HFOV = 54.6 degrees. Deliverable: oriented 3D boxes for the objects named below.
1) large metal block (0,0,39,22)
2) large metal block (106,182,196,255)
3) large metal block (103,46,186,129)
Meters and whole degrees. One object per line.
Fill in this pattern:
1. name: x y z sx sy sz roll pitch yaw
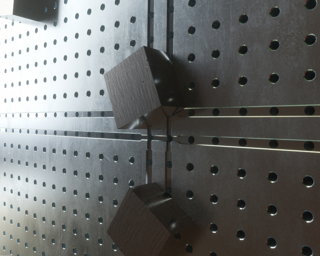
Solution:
1. large metal block: -0.293 -0.265 0.637 0.080 0.050 0.080 14 99 39
2. large metal block: -0.014 0.131 0.406 0.080 0.050 0.080 41 115 32
3. large metal block: -0.022 -0.050 0.412 0.080 0.050 0.080 -26 74 37
